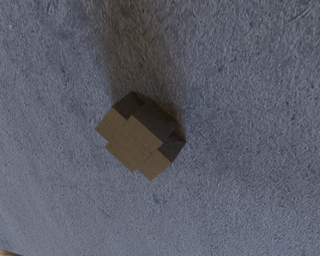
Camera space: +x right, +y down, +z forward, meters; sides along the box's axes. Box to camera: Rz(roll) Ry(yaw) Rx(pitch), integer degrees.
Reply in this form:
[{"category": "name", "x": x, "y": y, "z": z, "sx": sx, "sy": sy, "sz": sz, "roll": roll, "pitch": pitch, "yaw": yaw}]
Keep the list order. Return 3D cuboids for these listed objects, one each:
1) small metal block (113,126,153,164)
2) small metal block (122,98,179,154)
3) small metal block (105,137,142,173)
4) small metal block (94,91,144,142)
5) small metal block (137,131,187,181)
[{"category": "small metal block", "x": -0.025, "y": 0.010, "z": 0.409, "sx": 0.050, "sy": 0.050, "sz": 0.025, "roll": 43, "pitch": 129, "yaw": -2}, {"category": "small metal block", "x": -0.011, "y": -0.004, "z": 0.393, "sx": 0.050, "sy": 0.050, "sz": 0.025, "roll": 42, "pitch": 129, "yaw": -1}, {"category": "small metal block", "x": -0.038, "y": 0.024, "z": 0.425, "sx": 0.050, "sy": 0.050, "sz": 0.025, "roll": 43, "pitch": 129, "yaw": -2}, {"category": "small metal block", "x": -0.052, "y": -0.016, "z": 0.408, "sx": 0.025, "sy": 0.050, "sz": 0.050, "roll": 43, "pitch": 129, "yaw": -2}, {"category": "small metal block", "x": 0.002, "y": 0.036, "z": 0.411, "sx": 0.025, "sy": 0.050, "sz": 0.050, "roll": 43, "pitch": 129, "yaw": -2}]
